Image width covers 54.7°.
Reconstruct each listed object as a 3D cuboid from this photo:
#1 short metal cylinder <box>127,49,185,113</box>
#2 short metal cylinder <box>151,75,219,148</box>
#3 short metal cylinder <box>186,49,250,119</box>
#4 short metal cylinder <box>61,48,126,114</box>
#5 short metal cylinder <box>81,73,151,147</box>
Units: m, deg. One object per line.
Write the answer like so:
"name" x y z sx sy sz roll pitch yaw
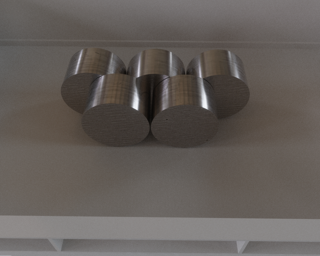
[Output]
"short metal cylinder" -0.006 -0.058 0.416 0.080 0.080 0.050 1 50 0
"short metal cylinder" 0.030 -0.019 0.383 0.080 0.080 0.050 1 50 0
"short metal cylinder" 0.075 -0.057 0.416 0.080 0.080 0.050 1 50 1
"short metal cylinder" -0.087 -0.060 0.417 0.080 0.080 0.050 1 50 0
"short metal cylinder" -0.052 -0.021 0.384 0.080 0.080 0.050 1 50 0
